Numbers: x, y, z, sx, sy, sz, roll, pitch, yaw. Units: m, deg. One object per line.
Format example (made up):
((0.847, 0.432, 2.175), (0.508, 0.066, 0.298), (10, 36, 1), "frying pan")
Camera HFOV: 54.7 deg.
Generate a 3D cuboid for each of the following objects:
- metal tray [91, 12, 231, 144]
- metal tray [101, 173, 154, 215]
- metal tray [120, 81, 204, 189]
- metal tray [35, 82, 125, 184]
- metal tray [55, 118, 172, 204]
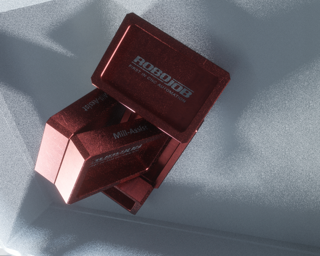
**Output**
((0.000, -0.055, 0.346), (0.130, 0.030, 0.090), (34, 103, 5), "metal tray")
((-0.078, 0.075, 0.466), (0.130, 0.030, 0.090), (34, 153, 5), "metal tray")
((-0.011, 0.014, 0.416), (0.090, 0.030, 0.129), (34, 129, 5), "metal tray")
((-0.090, -0.001, 0.382), (0.030, 0.131, 0.089), (35, 129, 6), "metal tray")
((-0.050, 0.034, 0.369), (0.030, 0.131, 0.089), (50, 132, 23), "metal tray")
